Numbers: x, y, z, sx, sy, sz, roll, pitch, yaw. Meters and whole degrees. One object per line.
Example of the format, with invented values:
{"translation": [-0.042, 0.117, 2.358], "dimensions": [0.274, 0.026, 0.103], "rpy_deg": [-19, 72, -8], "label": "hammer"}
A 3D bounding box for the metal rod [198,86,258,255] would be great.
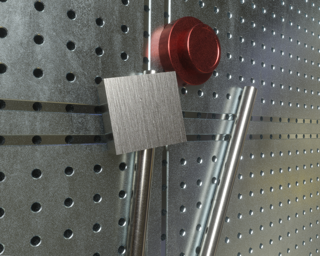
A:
{"translation": [0.113, 0.069, 0.507], "dimensions": [0.025, 0.025, 0.299], "rpy_deg": [30, 71, -36], "label": "metal rod"}

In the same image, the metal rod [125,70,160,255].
{"translation": [-0.023, 0.076, 0.391], "dimensions": [0.025, 0.025, 0.298], "rpy_deg": [9, 84, -40], "label": "metal rod"}

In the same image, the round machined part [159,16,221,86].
{"translation": [0.049, -0.110, 0.442], "dimensions": [0.099, 0.042, 0.097], "rpy_deg": [0, 90, -40], "label": "round machined part"}

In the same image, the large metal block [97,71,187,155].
{"translation": [-0.022, -0.017, 0.355], "dimensions": [0.081, 0.050, 0.080], "rpy_deg": [-10, 91, -20], "label": "large metal block"}
